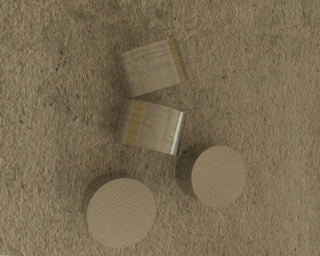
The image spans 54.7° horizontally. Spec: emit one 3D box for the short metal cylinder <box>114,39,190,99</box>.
[{"bbox_3d":[-0.010,-0.070,0.376,0.081,0.080,0.050,-19,97,-19],"label":"short metal cylinder"}]

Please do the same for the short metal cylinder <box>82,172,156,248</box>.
[{"bbox_3d":[-0.051,0.097,0.377,0.081,0.050,0.080,0,90,-20],"label":"short metal cylinder"}]

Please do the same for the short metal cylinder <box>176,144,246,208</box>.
[{"bbox_3d":[0.068,0.062,0.421,0.081,0.050,0.080,0,90,-20],"label":"short metal cylinder"}]

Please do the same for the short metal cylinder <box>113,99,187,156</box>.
[{"bbox_3d":[-0.012,0.001,0.375,0.081,0.080,0.050,15,85,-20],"label":"short metal cylinder"}]
